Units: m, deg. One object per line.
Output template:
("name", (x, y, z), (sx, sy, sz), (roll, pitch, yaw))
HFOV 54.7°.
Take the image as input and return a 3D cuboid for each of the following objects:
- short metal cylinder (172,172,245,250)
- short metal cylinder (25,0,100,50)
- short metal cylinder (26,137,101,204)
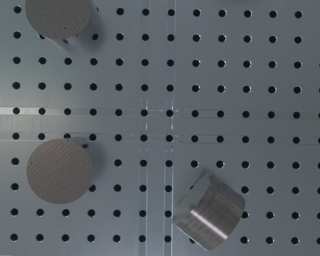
("short metal cylinder", (0.060, 0.102, 0.386), (0.050, 0.080, 0.080), (39, 90, 0))
("short metal cylinder", (-0.123, -0.147, 0.400), (0.081, 0.050, 0.079), (0, 90, 0))
("short metal cylinder", (-0.121, 0.053, 0.400), (0.081, 0.050, 0.079), (0, 90, 0))
